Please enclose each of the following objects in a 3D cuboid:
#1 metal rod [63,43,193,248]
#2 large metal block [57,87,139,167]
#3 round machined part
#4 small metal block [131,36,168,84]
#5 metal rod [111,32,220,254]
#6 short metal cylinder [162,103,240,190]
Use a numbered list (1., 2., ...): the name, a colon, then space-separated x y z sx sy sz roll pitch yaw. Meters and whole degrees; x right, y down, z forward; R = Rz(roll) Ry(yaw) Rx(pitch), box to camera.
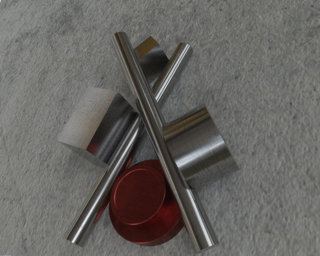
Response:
1. metal rod: -0.028 0.004 0.397 0.025 0.025 0.300 12 62 33
2. large metal block: -0.071 0.004 0.403 0.050 0.080 0.080 12 68 33
3. round machined part: -0.017 0.081 0.353 0.098 0.042 0.098 -13 56 20
4. small metal block: -0.017 -0.097 0.456 0.050 0.050 0.025 -38 51 2
5. metal rod: -0.006 -0.006 0.367 0.025 0.025 0.299 -29 61 10
6. short metal cylinder: 0.044 0.020 0.334 0.050 0.080 0.080 -28 52 10
